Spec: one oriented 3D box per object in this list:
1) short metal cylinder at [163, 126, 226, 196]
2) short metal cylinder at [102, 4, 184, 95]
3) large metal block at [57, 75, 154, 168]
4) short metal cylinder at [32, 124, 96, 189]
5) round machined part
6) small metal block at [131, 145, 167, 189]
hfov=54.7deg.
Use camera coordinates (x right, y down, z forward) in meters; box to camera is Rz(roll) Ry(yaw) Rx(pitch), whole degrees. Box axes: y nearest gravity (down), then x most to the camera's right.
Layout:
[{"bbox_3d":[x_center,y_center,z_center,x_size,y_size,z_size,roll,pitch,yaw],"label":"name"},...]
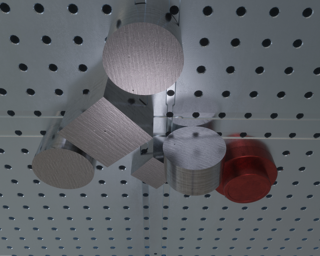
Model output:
[{"bbox_3d":[0.045,0.042,0.412,0.080,0.080,0.050,-2,130,2],"label":"short metal cylinder"},{"bbox_3d":[-0.016,-0.082,0.325,0.081,0.050,0.079,0,130,0],"label":"short metal cylinder"},{"bbox_3d":[-0.065,-0.007,0.389,0.080,0.050,0.080,-34,123,25],"label":"large metal block"},{"bbox_3d":[-0.127,0.040,0.428,0.081,0.050,0.079,0,130,0],"label":"short metal cylinder"},{"bbox_3d":[0.128,0.077,0.467,0.099,0.042,0.097,0,130,0],"label":"round machined part"},{"bbox_3d":[-0.007,0.059,0.462,0.050,0.025,0.050,34,122,-26],"label":"small metal block"}]
